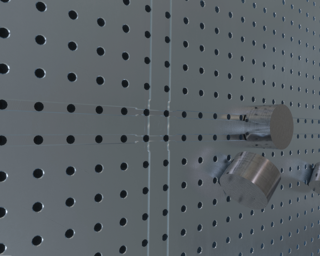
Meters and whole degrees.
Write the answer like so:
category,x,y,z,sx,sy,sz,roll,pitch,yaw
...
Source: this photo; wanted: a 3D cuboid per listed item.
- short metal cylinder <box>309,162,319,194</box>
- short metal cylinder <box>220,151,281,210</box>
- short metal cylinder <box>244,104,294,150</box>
category,x,y,z,sx,sy,sz,roll,pitch,yaw
short metal cylinder,0.385,0.118,0.697,0.080,0.080,0.050,45,63,-31
short metal cylinder,0.144,0.084,0.495,0.050,0.080,0.080,-48,119,-29
short metal cylinder,0.197,-0.002,0.559,0.081,0.050,0.079,0,90,-40
